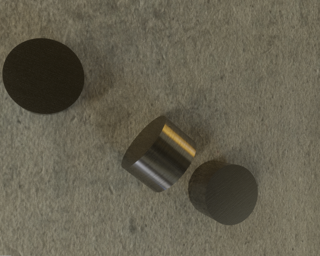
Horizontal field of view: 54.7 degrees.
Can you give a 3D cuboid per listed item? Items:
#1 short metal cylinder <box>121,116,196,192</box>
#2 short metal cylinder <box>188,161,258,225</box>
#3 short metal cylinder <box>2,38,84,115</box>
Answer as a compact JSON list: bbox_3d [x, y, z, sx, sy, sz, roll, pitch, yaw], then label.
[{"bbox_3d":[-0.002,0.031,0.380,0.050,0.080,0.080,41,77,-16],"label":"short metal cylinder"},{"bbox_3d":[0.087,0.087,0.429,0.081,0.050,0.079,0,90,-21],"label":"short metal cylinder"},{"bbox_3d":[-0.129,-0.055,0.348,0.081,0.050,0.079,0,90,-21],"label":"short metal cylinder"}]
